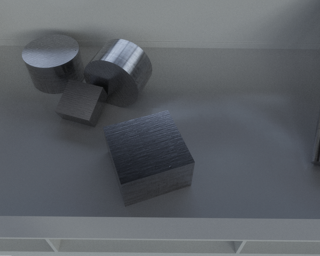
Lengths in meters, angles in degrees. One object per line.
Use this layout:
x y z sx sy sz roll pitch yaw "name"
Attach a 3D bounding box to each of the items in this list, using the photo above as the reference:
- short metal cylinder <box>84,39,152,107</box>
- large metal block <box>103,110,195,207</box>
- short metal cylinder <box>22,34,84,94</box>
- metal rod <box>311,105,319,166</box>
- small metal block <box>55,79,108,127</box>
-0.057 -0.076 0.432 0.080 0.080 0.050 16 52 13 "short metal cylinder"
-0.015 0.033 0.361 0.081 0.050 0.080 -15 52 -13 "large metal block"
-0.159 -0.097 0.468 0.081 0.050 0.080 0 50 0 "short metal cylinder"
0.236 -0.096 0.409 0.025 0.025 0.299 13 76 10 "metal rod"
-0.106 -0.034 0.422 0.050 0.025 0.050 15 72 11 "small metal block"
